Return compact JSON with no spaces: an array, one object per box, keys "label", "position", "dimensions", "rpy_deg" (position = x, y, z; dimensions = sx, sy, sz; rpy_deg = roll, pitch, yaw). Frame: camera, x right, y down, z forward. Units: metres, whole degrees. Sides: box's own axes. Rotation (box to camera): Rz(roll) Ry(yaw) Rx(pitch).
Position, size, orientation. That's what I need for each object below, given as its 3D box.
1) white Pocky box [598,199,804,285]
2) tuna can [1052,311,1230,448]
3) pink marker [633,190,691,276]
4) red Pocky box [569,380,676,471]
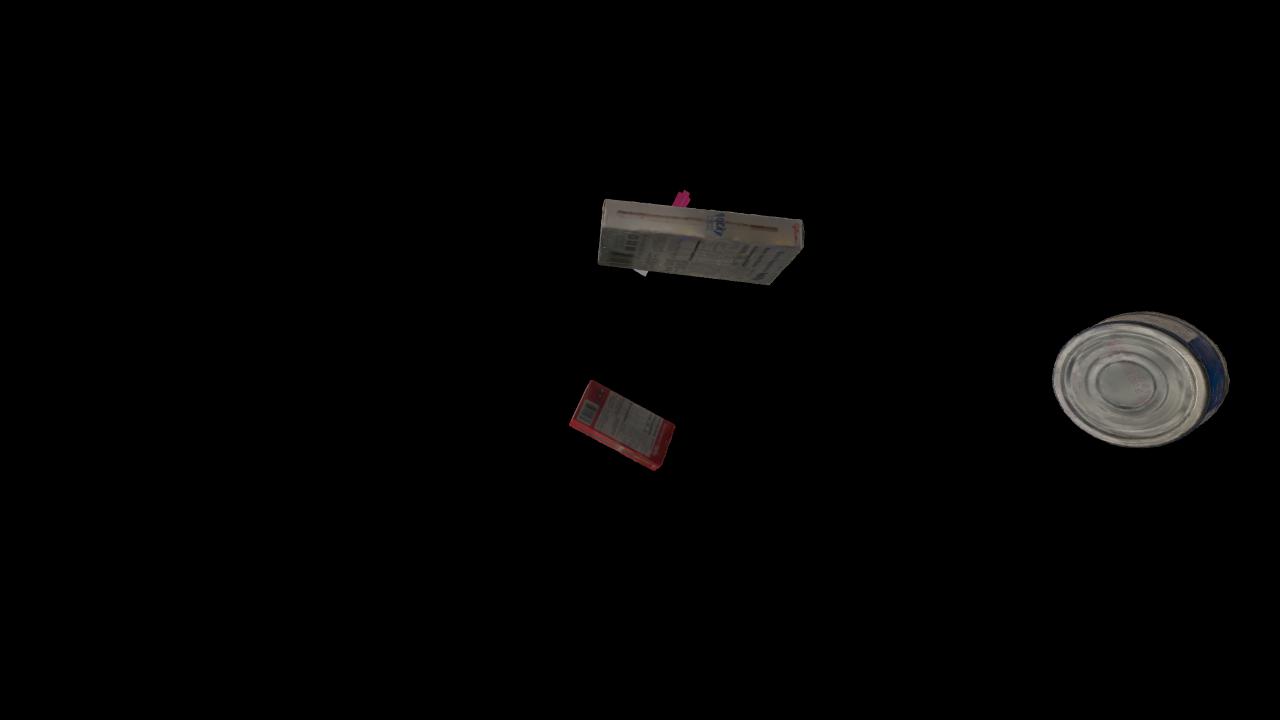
[{"label":"white Pocky box","position":[0.044,-0.093,0.497],"dimensions":[0.154,0.028,0.084],"rpy_deg":[5,-13,-6]},{"label":"tuna can","position":[0.316,0.013,0.394],"dimensions":[0.034,0.084,0.084],"rpy_deg":[-15,8,-32]},{"label":"pink marker","position":[0.030,-0.165,0.797],"dimensions":[0.020,0.121,0.020],"rpy_deg":[31,7,-4]},{"label":"red Pocky box","position":[-0.026,0.101,0.952],"dimensions":[0.155,0.083,0.028],"rpy_deg":[29,-40,-7]}]
